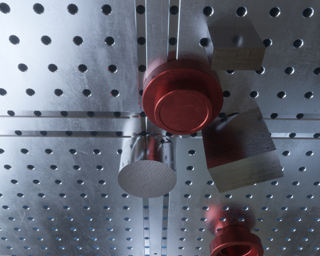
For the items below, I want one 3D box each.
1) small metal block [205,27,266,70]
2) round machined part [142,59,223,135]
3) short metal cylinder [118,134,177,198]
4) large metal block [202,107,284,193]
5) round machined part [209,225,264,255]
[{"bbox_3d":[0.077,-0.084,0.324,0.050,0.050,0.025,0,130,0],"label":"small metal block"},{"bbox_3d":[0.028,-0.030,0.375,0.099,0.042,0.097,0,130,0],"label":"round machined part"},{"bbox_3d":[-0.017,0.055,0.442,0.081,0.050,0.079,0,130,0],"label":"short metal cylinder"},{"bbox_3d":[0.103,0.028,0.400,0.080,0.080,0.050,-18,128,15],"label":"large metal block"},{"bbox_3d":[0.143,0.223,0.591,0.099,0.042,0.097,0,130,0],"label":"round machined part"}]
